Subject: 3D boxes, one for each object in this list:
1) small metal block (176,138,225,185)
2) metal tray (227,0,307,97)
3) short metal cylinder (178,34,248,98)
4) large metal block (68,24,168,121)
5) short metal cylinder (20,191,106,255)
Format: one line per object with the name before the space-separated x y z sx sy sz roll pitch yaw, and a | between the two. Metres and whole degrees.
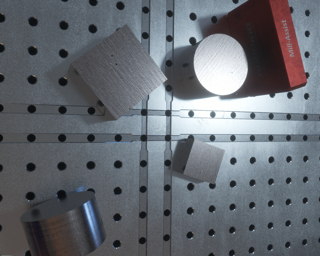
small metal block | 0.057 0.046 0.434 0.050 0.025 0.050 21 83 -19
metal tray | 0.145 -0.112 0.431 0.030 0.090 0.129 -19 97 -19
short metal cylinder | 0.072 -0.083 0.426 0.081 0.050 0.079 0 90 -20
large metal block | -0.053 -0.065 0.380 0.080 0.050 0.080 -41 103 -15
short metal cylinder | -0.106 0.109 0.345 0.081 0.080 0.050 -16 96 -19
